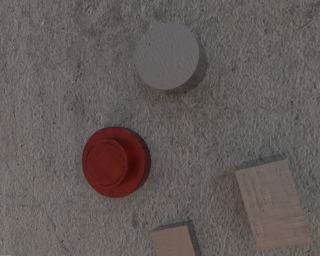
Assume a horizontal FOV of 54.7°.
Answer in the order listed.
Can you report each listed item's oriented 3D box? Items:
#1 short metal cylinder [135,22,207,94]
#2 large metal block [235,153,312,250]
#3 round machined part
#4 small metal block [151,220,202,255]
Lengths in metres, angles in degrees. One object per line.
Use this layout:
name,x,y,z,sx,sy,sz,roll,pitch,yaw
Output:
short metal cylinder,0.016,-0.085,0.390,0.080,0.050,0.080,0,90,20
large metal block,0.122,0.075,0.337,0.050,0.080,0.080,-17,84,19
round machined part,-0.065,0.047,0.423,0.098,0.042,0.097,0,90,20
small metal block,0.022,0.151,0.401,0.050,0.025,0.050,-17,84,19
